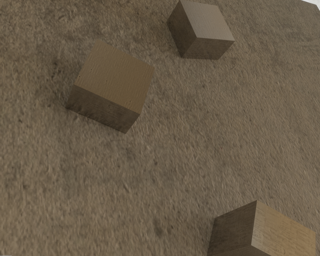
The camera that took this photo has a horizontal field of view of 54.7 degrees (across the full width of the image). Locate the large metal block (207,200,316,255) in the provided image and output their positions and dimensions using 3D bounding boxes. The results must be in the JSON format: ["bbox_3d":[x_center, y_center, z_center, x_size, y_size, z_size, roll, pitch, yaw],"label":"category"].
[{"bbox_3d":[0.113,0.133,0.350,0.080,0.080,0.050,30,52,-10],"label":"large metal block"}]

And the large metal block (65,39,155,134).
[{"bbox_3d":[-0.060,-0.051,0.388,0.080,0.050,0.080,24,53,-14],"label":"large metal block"}]

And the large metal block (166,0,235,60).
[{"bbox_3d":[0.068,-0.165,0.527,0.081,0.050,0.080,-5,65,-31],"label":"large metal block"}]
